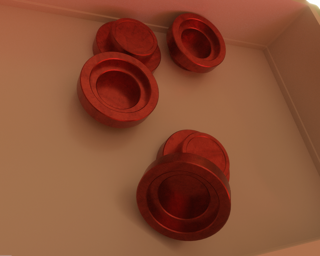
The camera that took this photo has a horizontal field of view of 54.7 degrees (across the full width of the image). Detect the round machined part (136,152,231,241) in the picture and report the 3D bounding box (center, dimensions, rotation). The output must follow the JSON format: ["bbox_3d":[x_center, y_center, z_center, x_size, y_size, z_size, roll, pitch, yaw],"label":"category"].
[{"bbox_3d":[0.027,0.070,0.338,0.098,0.098,0.042,37,24,-4],"label":"round machined part"}]

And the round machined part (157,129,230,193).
[{"bbox_3d":[0.048,0.044,0.394,0.099,0.042,0.098,14,56,-21],"label":"round machined part"}]

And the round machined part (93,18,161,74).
[{"bbox_3d":[-0.042,-0.118,0.443,0.099,0.042,0.098,14,56,-21],"label":"round machined part"}]

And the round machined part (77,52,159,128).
[{"bbox_3d":[-0.055,-0.044,0.389,0.099,0.042,0.098,12,61,-21],"label":"round machined part"}]

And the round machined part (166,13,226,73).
[{"bbox_3d":[0.053,-0.131,0.497,0.099,0.042,0.098,11,65,-24],"label":"round machined part"}]
